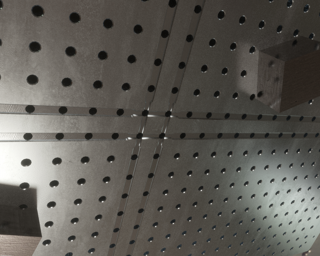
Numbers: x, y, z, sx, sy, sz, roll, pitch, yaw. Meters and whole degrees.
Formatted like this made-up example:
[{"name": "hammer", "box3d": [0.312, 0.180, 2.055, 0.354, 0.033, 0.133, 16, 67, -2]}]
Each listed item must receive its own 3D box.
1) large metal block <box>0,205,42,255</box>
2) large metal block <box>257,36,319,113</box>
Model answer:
[{"name": "large metal block", "box3d": [-0.201, 0.140, 0.372, 0.080, 0.050, 0.080, 20, 108, -36]}, {"name": "large metal block", "box3d": [0.192, -0.079, 0.454, 0.081, 0.050, 0.079, -21, 127, -16]}]
